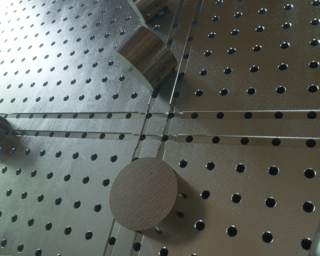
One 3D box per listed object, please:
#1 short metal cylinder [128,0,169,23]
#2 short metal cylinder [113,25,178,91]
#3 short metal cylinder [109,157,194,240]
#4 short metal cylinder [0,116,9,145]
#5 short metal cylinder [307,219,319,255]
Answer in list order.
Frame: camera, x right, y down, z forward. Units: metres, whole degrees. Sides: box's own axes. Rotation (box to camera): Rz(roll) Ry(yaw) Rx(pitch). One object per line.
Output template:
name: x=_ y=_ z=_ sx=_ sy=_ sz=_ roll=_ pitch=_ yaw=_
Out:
short metal cylinder: x=-0.029 y=-0.227 z=0.526 sx=0.050 sy=0.080 sz=0.080 roll=-36 pitch=51 yaw=4
short metal cylinder: x=-0.021 y=-0.099 z=0.443 sx=0.050 sy=0.080 sz=0.080 roll=-47 pitch=52 yaw=-4
short metal cylinder: x=-0.009 y=0.079 z=0.347 sx=0.080 sy=0.050 sz=0.080 roll=-13 pitch=56 yaw=20
short metal cylinder: x=-0.324 y=0.003 z=0.557 sx=0.080 sy=0.050 sz=0.080 roll=-13 pitch=56 yaw=20
short metal cylinder: x=0.159 y=0.096 z=0.231 sx=0.080 sy=0.080 sz=0.050 roll=17 pitch=71 yaw=34
